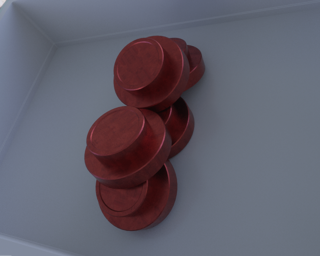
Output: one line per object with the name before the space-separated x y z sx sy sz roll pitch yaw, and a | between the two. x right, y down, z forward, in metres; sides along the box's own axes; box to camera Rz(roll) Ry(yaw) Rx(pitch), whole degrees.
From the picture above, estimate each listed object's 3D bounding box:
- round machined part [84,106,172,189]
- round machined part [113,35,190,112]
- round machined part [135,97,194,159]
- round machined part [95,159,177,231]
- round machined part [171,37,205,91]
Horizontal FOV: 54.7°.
round machined part | -0.040 0.014 0.340 0.098 0.042 0.098 -14 45 15
round machined part | -0.017 -0.070 0.379 0.098 0.042 0.098 -9 70 26
round machined part | -0.009 -0.008 0.402 0.098 0.042 0.098 -13 55 20
round machined part | -0.034 0.066 0.352 0.098 0.042 0.098 -8 73 26
round machined part | 0.010 -0.089 0.429 0.098 0.042 0.098 -14 40 13
